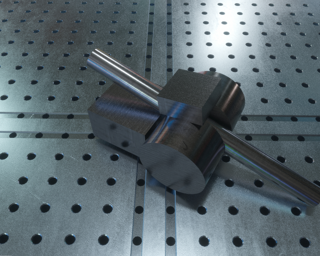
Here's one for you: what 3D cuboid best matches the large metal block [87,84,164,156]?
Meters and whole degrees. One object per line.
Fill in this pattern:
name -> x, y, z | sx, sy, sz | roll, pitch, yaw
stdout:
large metal block -> -0.032, -0.018, 0.398 | 0.080, 0.050, 0.080 | 23, 54, 18

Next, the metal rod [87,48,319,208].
metal rod -> 0.046, -0.004, 0.355 | 0.301, 0.025, 0.025 | 33, 56, 6

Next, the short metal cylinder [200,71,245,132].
short metal cylinder -> 0.059, -0.024, 0.389 | 0.080, 0.080, 0.050 | 22, 54, 17

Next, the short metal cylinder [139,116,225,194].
short metal cylinder -> 0.024, 0.028, 0.344 | 0.080, 0.080, 0.050 | 24, 54, 18

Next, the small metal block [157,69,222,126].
small metal block -> 0.032, -0.034, 0.329 | 0.050, 0.025, 0.050 | 18, 52, 25
